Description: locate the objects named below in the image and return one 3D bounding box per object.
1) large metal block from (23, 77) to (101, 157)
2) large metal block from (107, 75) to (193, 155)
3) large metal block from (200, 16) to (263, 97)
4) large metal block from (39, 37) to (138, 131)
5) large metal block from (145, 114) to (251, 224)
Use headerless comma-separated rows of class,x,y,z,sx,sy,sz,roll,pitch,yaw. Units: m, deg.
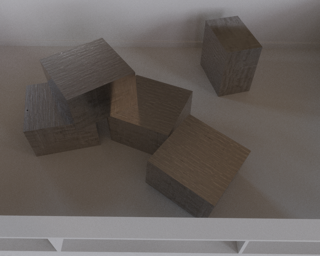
large metal block,-0.125,-0.016,0.402,0.081,0.050,0.080,-10,51,-9
large metal block,-0.011,-0.016,0.402,0.080,0.050,0.080,19,52,15
large metal block,0.101,-0.106,0.459,0.050,0.080,0.080,-11,51,-9
large metal block,-0.083,-0.055,0.369,0.081,0.050,0.080,-27,55,-21
large metal block,0.041,0.044,0.347,0.080,0.050,0.080,33,57,17
